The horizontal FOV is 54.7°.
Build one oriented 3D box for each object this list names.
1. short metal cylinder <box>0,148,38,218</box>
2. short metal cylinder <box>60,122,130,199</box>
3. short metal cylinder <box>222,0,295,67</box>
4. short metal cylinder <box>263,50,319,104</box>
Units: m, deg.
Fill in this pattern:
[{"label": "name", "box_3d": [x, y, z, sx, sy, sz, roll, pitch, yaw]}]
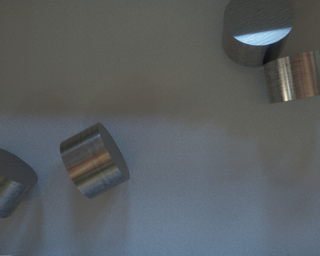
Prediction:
[{"label": "short metal cylinder", "box_3d": [-0.202, 0.065, 0.382, 0.080, 0.080, 0.050, 37, 90, 0]}, {"label": "short metal cylinder", "box_3d": [-0.079, 0.040, 0.383, 0.050, 0.080, 0.080, -28, 90, 0]}, {"label": "short metal cylinder", "box_3d": [0.120, -0.124, 0.387, 0.080, 0.050, 0.080, -2, 71, 8]}, {"label": "short metal cylinder", "box_3d": [0.174, -0.062, 0.385, 0.080, 0.080, 0.050, -10, 91, 0]}]
